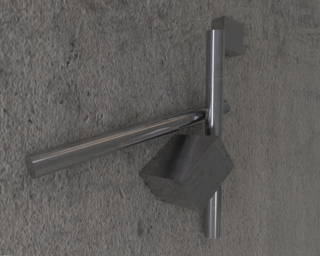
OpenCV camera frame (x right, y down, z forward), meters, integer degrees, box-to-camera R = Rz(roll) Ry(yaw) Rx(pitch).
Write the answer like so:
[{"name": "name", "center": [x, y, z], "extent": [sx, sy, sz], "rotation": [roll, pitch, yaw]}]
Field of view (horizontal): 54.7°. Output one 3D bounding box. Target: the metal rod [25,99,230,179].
[{"name": "metal rod", "center": [-0.013, 0.002, 0.393], "extent": [0.302, 0.025, 0.025], "rotation": [-17, 101, -39]}]

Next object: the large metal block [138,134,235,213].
[{"name": "large metal block", "center": [0.034, 0.053, 0.397], "extent": [0.080, 0.080, 0.050], "rotation": [-45, 117, -31]}]

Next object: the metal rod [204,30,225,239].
[{"name": "metal rod", "center": [0.077, 0.017, 0.441], "extent": [0.025, 0.025, 0.298], "rotation": [-11, 106, -39]}]

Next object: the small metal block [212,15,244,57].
[{"name": "small metal block", "center": [0.108, -0.145, 0.495], "extent": [0.050, 0.025, 0.050], "rotation": [5, 87, -40]}]
